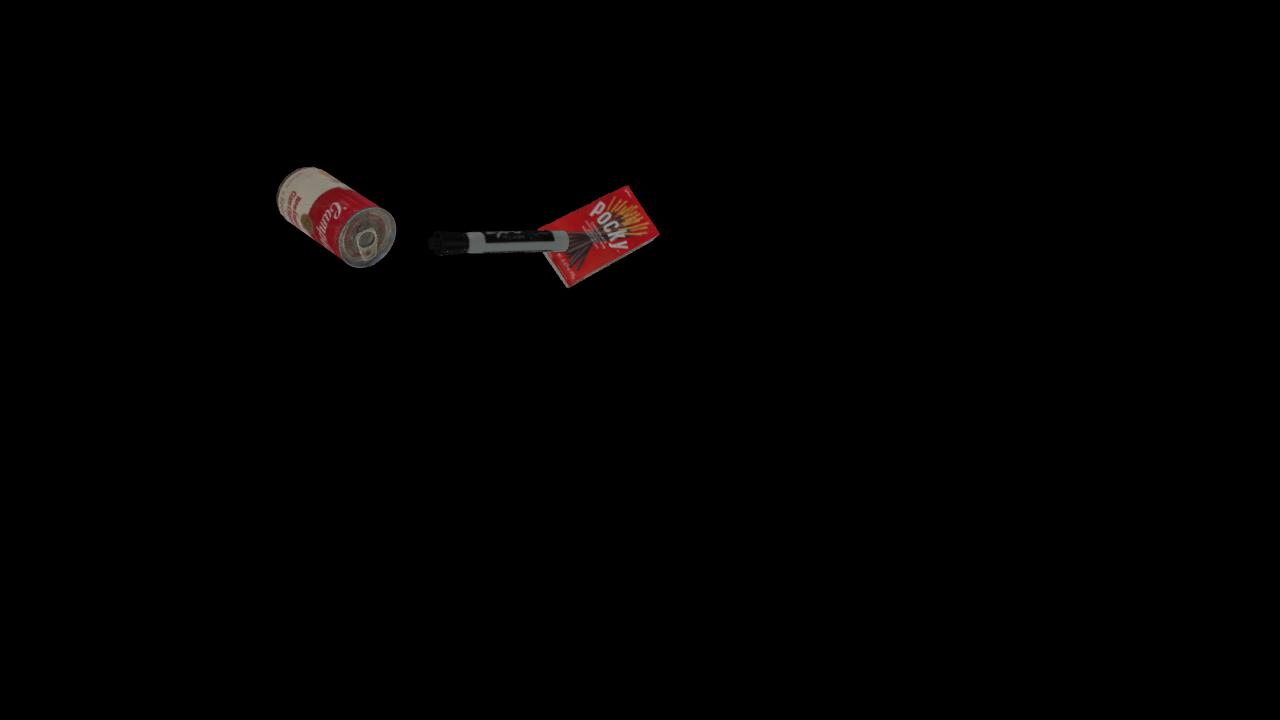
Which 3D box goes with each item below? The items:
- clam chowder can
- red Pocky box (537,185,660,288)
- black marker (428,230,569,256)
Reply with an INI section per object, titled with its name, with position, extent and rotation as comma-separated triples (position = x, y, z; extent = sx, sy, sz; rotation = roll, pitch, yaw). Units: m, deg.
[clam chowder can]
position = -0.315, -0.149, 0.638
extent = 0.102, 0.068, 0.068
rotation = 33, 11, 18
[red Pocky box]
position = -0.055, -0.164, 0.808
extent = 0.155, 0.083, 0.028
rotation = -34, -1, -27
[black marker]
position = -0.113, -0.097, 0.504
extent = 0.121, 0.020, 0.020
rotation = -10, 6, -39
